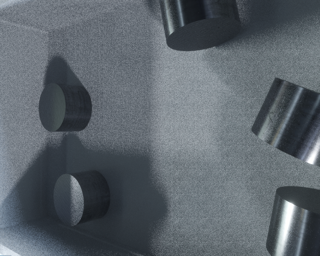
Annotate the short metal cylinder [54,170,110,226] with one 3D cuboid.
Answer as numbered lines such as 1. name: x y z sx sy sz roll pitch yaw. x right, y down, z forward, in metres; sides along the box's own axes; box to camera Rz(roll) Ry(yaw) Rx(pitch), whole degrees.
1. short metal cylinder: -0.125 0.110 0.494 0.080 0.050 0.080 0 90 40

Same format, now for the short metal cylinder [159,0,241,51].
1. short metal cylinder: 0.043 -0.123 0.336 0.080 0.081 0.050 -15 80 39

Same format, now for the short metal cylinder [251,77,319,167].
1. short metal cylinder: 0.127 -0.006 0.266 0.080 0.081 0.050 32 110 35

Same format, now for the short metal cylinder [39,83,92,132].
1. short metal cylinder: -0.161 -0.034 0.523 0.080 0.050 0.080 0 90 40

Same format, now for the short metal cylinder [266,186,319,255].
1. short metal cylinder: 0.135 0.086 0.259 0.080 0.081 0.050 14 99 39
